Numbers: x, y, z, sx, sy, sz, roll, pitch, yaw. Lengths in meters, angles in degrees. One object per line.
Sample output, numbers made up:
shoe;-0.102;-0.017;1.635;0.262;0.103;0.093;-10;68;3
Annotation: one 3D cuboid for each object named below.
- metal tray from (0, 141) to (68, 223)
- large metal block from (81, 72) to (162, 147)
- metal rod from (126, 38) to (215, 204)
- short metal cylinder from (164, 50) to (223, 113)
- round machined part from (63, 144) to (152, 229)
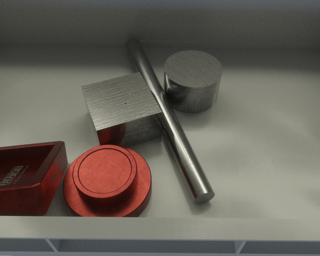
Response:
metal tray;-0.150;0.049;0.311;0.091;0.030;0.130;-6;15;-6
large metal block;-0.050;-0.021;0.406;0.081;0.050;0.080;-17;52;-14
metal rod;0.001;-0.032;0.431;0.025;0.025;0.299;-14;52;-12
short metal cylinder;0.046;-0.067;0.446;0.081;0.050;0.080;0;50;0
round machined part;-0.058;0.057;0.345;0.099;0.042;0.098;0;50;0
